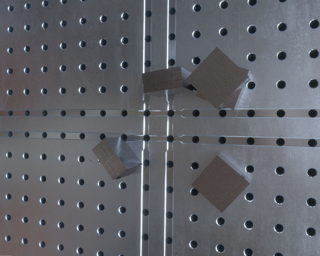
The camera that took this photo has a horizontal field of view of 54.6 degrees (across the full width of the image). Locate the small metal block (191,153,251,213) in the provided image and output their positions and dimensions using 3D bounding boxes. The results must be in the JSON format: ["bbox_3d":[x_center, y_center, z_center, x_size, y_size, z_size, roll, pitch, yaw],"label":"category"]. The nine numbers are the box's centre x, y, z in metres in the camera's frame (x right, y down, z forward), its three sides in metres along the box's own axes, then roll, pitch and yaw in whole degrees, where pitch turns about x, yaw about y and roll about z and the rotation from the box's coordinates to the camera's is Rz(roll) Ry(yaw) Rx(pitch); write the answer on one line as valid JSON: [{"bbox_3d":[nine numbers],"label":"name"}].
[{"bbox_3d":[0.076,0.068,0.386,0.050,0.025,0.050,42,103,15],"label":"small metal block"}]

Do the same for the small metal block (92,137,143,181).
[{"bbox_3d":[-0.057,0.040,0.420,0.025,0.050,0.050,-41,77,16],"label":"small metal block"}]

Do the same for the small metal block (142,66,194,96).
[{"bbox_3d":[0.011,-0.058,0.396,0.050,0.050,0.025,-7,88,20],"label":"small metal block"}]

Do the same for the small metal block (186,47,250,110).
[{"bbox_3d":[0.068,-0.057,0.362,0.050,0.025,0.050,-46,76,14],"label":"small metal block"}]

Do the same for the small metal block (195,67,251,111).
[{"bbox_3d":[0.078,-0.054,0.385,0.050,0.025,0.050,22,97,18],"label":"small metal block"}]
